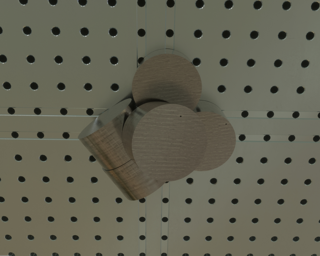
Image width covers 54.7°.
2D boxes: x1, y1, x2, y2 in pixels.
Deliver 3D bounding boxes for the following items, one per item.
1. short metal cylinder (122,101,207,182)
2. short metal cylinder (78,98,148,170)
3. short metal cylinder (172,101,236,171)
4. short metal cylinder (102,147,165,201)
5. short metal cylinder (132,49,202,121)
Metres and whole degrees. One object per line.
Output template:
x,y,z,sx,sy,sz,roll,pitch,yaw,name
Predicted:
0.003,0.012,0.336,0.081,0.050,0.079,-3,98,-18,short metal cylinder
-0.053,0.007,0.386,0.080,0.080,0.050,-32,107,11,short metal cylinder
0.053,0.009,0.403,0.081,0.050,0.079,0,110,-1,short metal cylinder
-0.027,0.047,0.401,0.080,0.080,0.050,-32,107,11,short metal cylinder
0.008,-0.054,0.379,0.081,0.050,0.079,0,110,-1,short metal cylinder
